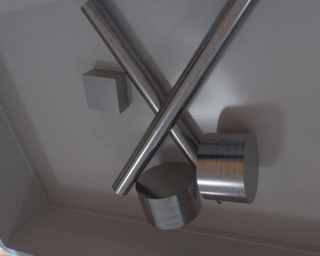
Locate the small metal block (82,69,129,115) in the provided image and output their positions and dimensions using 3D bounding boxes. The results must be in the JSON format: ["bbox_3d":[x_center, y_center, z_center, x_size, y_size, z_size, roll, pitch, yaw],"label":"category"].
[{"bbox_3d":[-0.072,-0.049,0.414,0.050,0.025,0.050,10,123,22],"label":"small metal block"}]

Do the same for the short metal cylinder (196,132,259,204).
[{"bbox_3d":[0.081,0.045,0.358,0.050,0.080,0.080,-1,118,28],"label":"short metal cylinder"}]

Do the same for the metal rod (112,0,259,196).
[{"bbox_3d":[0.016,-0.024,0.356,0.025,0.025,0.298,35,120,4],"label":"metal rod"}]

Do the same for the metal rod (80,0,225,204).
[{"bbox_3d":[0.003,-0.025,0.390,0.025,0.025,0.299,-27,104,37],"label":"metal rod"}]

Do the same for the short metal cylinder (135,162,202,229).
[{"bbox_3d":[0.012,0.090,0.421,0.080,0.080,0.050,-1,118,28],"label":"short metal cylinder"}]
